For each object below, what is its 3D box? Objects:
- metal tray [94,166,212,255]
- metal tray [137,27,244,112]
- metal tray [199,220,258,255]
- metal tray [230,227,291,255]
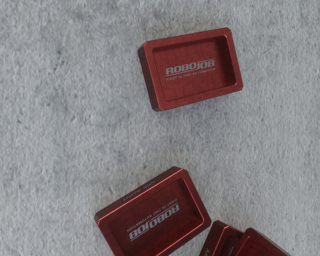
[{"bbox_3d":[-0.007,0.120,0.405,0.131,0.030,0.090,-29,100,-18],"label":"metal tray"},{"bbox_3d":[0.044,-0.081,0.423,0.131,0.030,0.089,-16,96,-20],"label":"metal tray"},{"bbox_3d":[0.095,0.210,0.443,0.090,0.030,0.130,29,80,-18],"label":"metal tray"},{"bbox_3d":[0.116,0.206,0.392,0.030,0.090,0.130,34,88,-28],"label":"metal tray"}]
